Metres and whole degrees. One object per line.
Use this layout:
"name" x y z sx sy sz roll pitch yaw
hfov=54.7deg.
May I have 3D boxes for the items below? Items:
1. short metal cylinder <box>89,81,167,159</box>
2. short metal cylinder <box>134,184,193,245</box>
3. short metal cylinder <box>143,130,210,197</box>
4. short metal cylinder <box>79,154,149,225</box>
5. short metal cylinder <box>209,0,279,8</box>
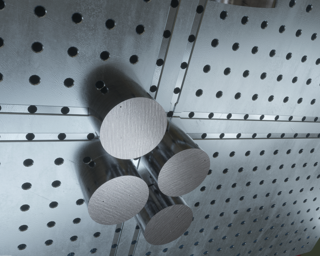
"short metal cylinder" -0.039 -0.010 0.368 0.081 0.050 0.079 -14 124 -21
"short metal cylinder" 0.003 0.133 0.479 0.081 0.050 0.079 -14 124 -21
"short metal cylinder" 0.023 0.050 0.438 0.081 0.050 0.079 -14 124 -21
"short metal cylinder" -0.062 0.081 0.411 0.081 0.050 0.079 -14 124 -21
"short metal cylinder" 0.089 -0.160 0.325 0.081 0.080 0.050 -8 122 -24
